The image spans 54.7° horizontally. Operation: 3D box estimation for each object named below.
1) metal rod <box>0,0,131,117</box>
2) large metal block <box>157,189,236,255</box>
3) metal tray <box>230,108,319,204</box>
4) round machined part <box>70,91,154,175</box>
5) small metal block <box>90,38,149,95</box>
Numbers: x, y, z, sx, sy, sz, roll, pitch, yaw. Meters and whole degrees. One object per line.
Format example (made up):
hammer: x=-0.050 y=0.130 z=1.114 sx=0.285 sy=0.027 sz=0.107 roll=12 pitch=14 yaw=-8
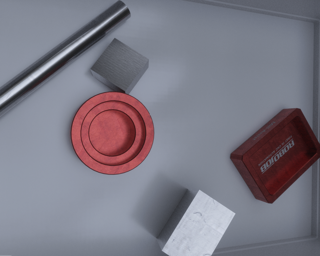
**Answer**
metal rod: x=-0.152 y=-0.052 z=0.354 sx=0.301 sy=0.025 sz=0.025 roll=-43 pitch=104 yaw=-15
large metal block: x=0.041 y=0.125 z=0.392 sx=0.050 sy=0.080 sz=0.080 roll=34 pitch=78 yaw=2
metal tray: x=0.182 y=0.040 z=0.477 sx=0.131 sy=0.030 sz=0.090 roll=-37 pitch=102 yaw=-17
round machined part: x=-0.060 y=0.006 z=0.380 sx=0.099 sy=0.042 sz=0.097 roll=0 pitch=90 yaw=-21
small metal block: x=-0.049 y=-0.074 z=0.384 sx=0.050 sy=0.025 sz=0.050 roll=33 pitch=78 yaw=4
